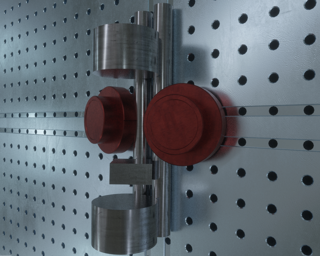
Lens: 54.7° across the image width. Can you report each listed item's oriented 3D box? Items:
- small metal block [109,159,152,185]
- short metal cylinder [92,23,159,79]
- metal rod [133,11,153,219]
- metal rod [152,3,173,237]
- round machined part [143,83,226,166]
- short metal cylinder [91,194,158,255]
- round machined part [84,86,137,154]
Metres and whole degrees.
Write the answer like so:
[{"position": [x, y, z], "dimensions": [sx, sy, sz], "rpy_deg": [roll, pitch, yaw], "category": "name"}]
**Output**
[{"position": [-0.035, 0.054, 0.392], "dimensions": [0.050, 0.050, 0.025], "rpy_deg": [1, 91, -2], "category": "small metal block"}, {"position": [-0.041, -0.090, 0.379], "dimensions": [0.080, 0.081, 0.050], "rpy_deg": [1, 91, 40], "category": "short metal cylinder"}, {"position": [-0.024, -0.008, 0.429], "dimensions": [0.025, 0.025, 0.298], "rpy_deg": [1, 91, 40], "category": "metal rod"}, {"position": [0.003, -0.010, 0.406], "dimensions": [0.025, 0.025, 0.298], "rpy_deg": [1, 91, 40], "category": "metal rod"}, {"position": [0.024, -0.004, 0.361], "dimensions": [0.098, 0.042, 0.097], "rpy_deg": [0, 90, 25], "category": "round machined part"}, {"position": [-0.043, 0.115, 0.381], "dimensions": [0.080, 0.081, 0.050], "rpy_deg": [1, 91, 40], "category": "short metal cylinder"}, {"position": [-0.077, -0.011, 0.446], "dimensions": [0.098, 0.042, 0.097], "rpy_deg": [0, 90, 54], "category": "round machined part"}]
